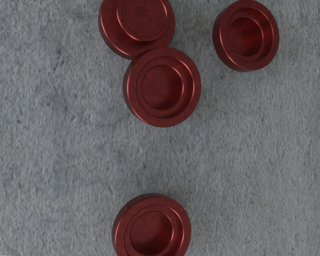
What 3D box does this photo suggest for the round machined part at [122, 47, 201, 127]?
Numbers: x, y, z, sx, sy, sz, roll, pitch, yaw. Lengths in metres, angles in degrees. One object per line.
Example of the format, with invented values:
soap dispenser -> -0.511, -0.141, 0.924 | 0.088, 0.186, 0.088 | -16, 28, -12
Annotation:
round machined part -> 0.000, -0.052, 0.395 | 0.099, 0.042, 0.097 | -4, 101, -22

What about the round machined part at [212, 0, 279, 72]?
round machined part -> 0.118, -0.129, 0.445 | 0.099, 0.042, 0.097 | 0, 90, -21

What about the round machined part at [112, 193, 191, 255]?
round machined part -> -0.013, 0.131, 0.396 | 0.099, 0.042, 0.097 | 0, 90, -21

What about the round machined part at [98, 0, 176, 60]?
round machined part -> -0.025, -0.138, 0.391 | 0.099, 0.042, 0.097 | 0, 90, -21
